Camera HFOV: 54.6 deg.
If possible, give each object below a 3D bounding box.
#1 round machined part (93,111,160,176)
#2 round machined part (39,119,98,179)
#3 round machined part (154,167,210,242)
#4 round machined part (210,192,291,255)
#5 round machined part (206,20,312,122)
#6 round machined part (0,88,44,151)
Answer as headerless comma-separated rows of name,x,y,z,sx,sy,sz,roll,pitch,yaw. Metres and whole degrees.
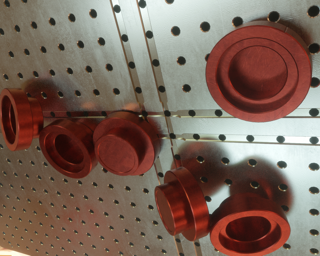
round machined part,-0.053,0.029,0.442,0.098,0.042,0.097,10,122,17
round machined part,-0.138,0.029,0.492,0.098,0.042,0.097,13,124,21
round machined part,0.024,0.105,0.418,0.098,0.042,0.098,165,90,-72
round machined part,0.112,0.122,0.402,0.099,0.042,0.097,1,125,1
round machined part,0.099,-0.058,0.312,0.098,0.042,0.097,13,124,21
round machined part,-0.217,-0.015,0.489,0.098,0.042,0.097,11,105,48
